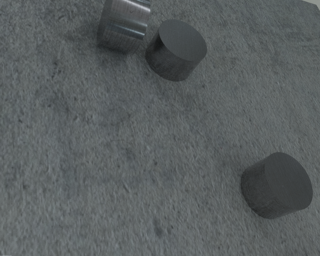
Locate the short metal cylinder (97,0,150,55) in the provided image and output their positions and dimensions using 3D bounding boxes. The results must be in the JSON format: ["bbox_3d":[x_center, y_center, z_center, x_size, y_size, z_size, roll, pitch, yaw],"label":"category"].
[{"bbox_3d":[-0.052,-0.148,0.432,0.050,0.080,0.080,12,57,-22],"label":"short metal cylinder"}]

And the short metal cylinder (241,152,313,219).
[{"bbox_3d":[0.160,0.080,0.428,0.081,0.050,0.080,14,56,-21],"label":"short metal cylinder"}]

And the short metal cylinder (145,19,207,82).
[{"bbox_3d":[0.024,-0.119,0.475,0.081,0.050,0.080,14,56,-21],"label":"short metal cylinder"}]
